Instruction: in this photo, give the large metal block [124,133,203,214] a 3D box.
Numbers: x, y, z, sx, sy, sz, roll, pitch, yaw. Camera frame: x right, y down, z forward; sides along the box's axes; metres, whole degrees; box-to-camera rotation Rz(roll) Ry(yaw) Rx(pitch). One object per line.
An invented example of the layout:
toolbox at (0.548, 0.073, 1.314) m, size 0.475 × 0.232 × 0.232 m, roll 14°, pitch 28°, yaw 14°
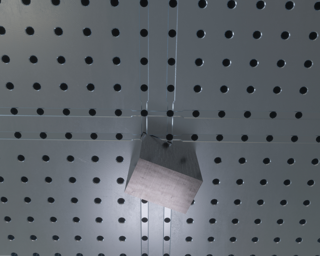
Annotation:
large metal block at (0.004, 0.056, 0.405) m, size 0.080 × 0.080 × 0.050 m, roll 21°, pitch 109°, yaw -8°
